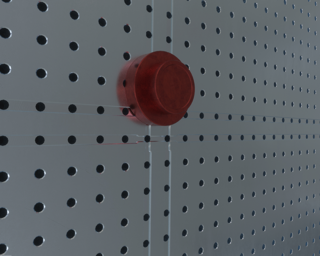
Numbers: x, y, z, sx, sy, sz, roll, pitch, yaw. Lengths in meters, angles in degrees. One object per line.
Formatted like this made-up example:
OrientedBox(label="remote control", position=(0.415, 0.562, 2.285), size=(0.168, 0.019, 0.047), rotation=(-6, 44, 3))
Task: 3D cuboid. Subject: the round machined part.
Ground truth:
OrientedBox(label="round machined part", position=(0.007, -0.052, 0.403), size=(0.099, 0.042, 0.097), rotation=(0, 90, -40))
